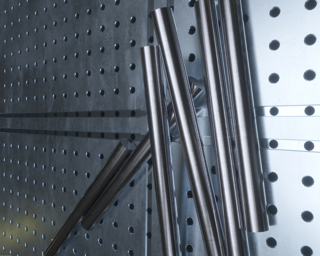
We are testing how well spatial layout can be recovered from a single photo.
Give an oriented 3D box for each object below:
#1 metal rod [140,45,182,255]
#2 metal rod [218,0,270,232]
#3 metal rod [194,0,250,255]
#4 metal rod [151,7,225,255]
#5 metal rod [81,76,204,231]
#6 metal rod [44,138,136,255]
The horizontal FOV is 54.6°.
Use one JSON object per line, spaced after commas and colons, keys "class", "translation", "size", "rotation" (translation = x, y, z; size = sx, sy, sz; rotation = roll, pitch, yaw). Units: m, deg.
{"class": "metal rod", "translation": [0.004, 0.052, 0.383], "size": [0.025, 0.025, 0.298], "rotation": [-2, 96, 40]}
{"class": "metal rod", "translation": [0.087, -0.042, 0.337], "size": [0.025, 0.025, 0.299], "rotation": [-10, 84, 40]}
{"class": "metal rod", "translation": [0.070, 0.000, 0.352], "size": [0.025, 0.025, 0.299], "rotation": [-11, 83, 39]}
{"class": "metal rod", "translation": [0.035, 0.011, 0.356], "size": [0.025, 0.025, 0.299], "rotation": [-14, 89, 39]}
{"class": "metal rod", "translation": [-0.036, 0.052, 0.440], "size": [0.025, 0.025, 0.299], "rotation": [52, 120, 27]}
{"class": "metal rod", "translation": [-0.126, 0.130, 0.514], "size": [0.025, 0.025, 0.299], "rotation": [51, 120, 27]}
